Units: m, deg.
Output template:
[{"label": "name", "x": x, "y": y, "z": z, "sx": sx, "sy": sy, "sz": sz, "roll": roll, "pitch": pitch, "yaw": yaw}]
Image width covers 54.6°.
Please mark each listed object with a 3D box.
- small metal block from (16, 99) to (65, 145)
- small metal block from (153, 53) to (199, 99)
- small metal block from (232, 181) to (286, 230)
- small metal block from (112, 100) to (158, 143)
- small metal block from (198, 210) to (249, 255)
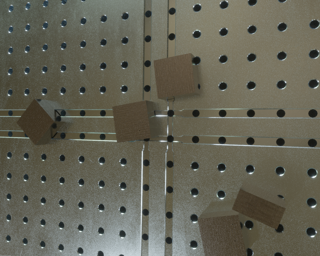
[{"label": "small metal block", "x": -0.184, "y": -0.009, "z": 0.479, "sx": 0.050, "sy": 0.025, "sz": 0.050, "roll": 46, "pitch": 104, "yaw": 14}, {"label": "small metal block", "x": 0.022, "y": -0.066, "z": 0.405, "sx": 0.050, "sy": 0.025, "sz": 0.050, "roll": -7, "pitch": 88, "yaw": 20}, {"label": "small metal block", "x": 0.115, "y": 0.087, "z": 0.359, "sx": 0.050, "sy": 0.050, "sz": 0.025, "roll": 22, "pitch": 98, "yaw": 19}, {"label": "small metal block", "x": -0.034, "y": -0.008, "z": 0.425, "sx": 0.050, "sy": 0.025, "sz": 0.050, "roll": -9, "pitch": 87, "yaw": 19}, {"label": "small metal block", "x": 0.079, "y": 0.132, "z": 0.385, "sx": 0.050, "sy": 0.025, "sz": 0.050, "roll": -12, "pitch": 86, "yaw": 19}]
